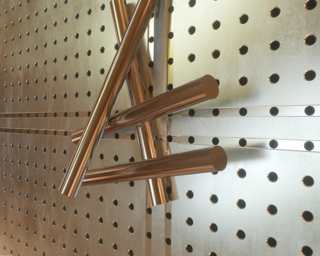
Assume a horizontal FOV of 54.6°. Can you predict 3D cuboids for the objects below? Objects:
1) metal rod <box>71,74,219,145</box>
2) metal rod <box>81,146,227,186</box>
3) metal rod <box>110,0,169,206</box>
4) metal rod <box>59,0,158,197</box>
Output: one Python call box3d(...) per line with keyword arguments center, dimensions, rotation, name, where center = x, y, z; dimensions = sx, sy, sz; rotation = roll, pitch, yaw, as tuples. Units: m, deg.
box3d(center=(-0.045, -0.012, 0.414), dimensions=(0.299, 0.025, 0.025), rotation=(-17, 79, 49), name="metal rod")
box3d(center=(-0.039, 0.058, 0.411), dimensions=(0.299, 0.025, 0.025), rotation=(-17, 79, 48), name="metal rod")
box3d(center=(-0.031, -0.043, 0.436), dimensions=(0.025, 0.025, 0.299), rotation=(-20, 77, 38), name="metal rod")
box3d(center=(-0.067, -0.050, 0.419), dimensions=(0.025, 0.025, 0.299), rotation=(23, 90, 38), name="metal rod")
